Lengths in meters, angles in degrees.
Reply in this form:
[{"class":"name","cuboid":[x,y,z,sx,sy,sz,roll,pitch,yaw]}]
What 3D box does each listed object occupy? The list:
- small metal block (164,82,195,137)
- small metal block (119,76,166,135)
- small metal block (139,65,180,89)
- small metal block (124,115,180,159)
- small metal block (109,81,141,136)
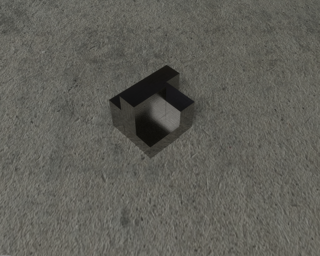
[{"class":"small metal block","cuboid":[0.017,-0.024,0.408,0.025,0.050,0.050,-36,59,-26]},{"class":"small metal block","cuboid":[-0.020,-0.027,0.378,0.050,0.050,0.025,-36,59,-27]},{"class":"small metal block","cuboid":[0.000,-0.052,0.432,0.050,0.050,0.025,-36,59,-27]},{"class":"small metal block","cuboid":[-0.010,0.004,0.401,0.050,0.025,0.050,-35,59,-26]},{"class":"small metal block","cuboid":[-0.037,-0.025,0.409,0.050,0.050,0.025,-36,59,-27]}]
